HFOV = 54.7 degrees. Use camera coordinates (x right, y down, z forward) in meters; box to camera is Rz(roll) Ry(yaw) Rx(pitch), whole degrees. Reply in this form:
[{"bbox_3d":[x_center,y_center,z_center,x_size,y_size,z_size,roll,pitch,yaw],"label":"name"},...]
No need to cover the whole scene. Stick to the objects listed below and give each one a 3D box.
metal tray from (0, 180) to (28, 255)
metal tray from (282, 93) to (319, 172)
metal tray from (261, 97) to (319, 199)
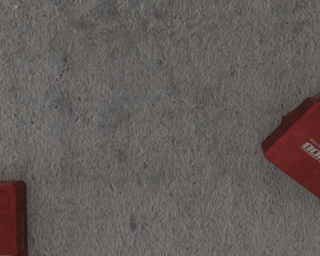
[{"bbox_3d":[-0.225,0.136,0.405,0.091,0.030,0.129,-1,90,0],"label":"metal tray"},{"bbox_3d":[0.243,-0.011,0.409,0.130,0.030,0.090,-33,90,0],"label":"metal tray"},{"bbox_3d":[0.207,0.035,0.387,0.130,0.030,0.090,36,110,-7],"label":"metal tray"}]
